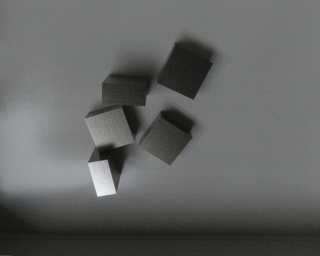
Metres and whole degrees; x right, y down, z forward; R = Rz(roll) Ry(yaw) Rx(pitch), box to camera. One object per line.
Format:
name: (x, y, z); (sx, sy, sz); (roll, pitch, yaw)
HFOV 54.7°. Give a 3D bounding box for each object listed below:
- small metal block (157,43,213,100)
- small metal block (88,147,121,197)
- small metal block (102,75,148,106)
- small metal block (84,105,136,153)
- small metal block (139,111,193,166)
small metal block: (0.030, -0.070, 0.386); (0.050, 0.025, 0.050); (24, 108, -9)
small metal block: (-0.073, 0.056, 0.418); (0.025, 0.050, 0.050); (-10, 110, 3)
small metal block: (-0.042, -0.047, 0.380); (0.050, 0.050, 0.025); (2, 110, -2)
small metal block: (-0.064, -0.001, 0.410); (0.050, 0.025, 0.050); (-16, 110, 5)
small metal block: (0.007, 0.014, 0.417); (0.050, 0.025, 0.050); (33, 107, -12)
